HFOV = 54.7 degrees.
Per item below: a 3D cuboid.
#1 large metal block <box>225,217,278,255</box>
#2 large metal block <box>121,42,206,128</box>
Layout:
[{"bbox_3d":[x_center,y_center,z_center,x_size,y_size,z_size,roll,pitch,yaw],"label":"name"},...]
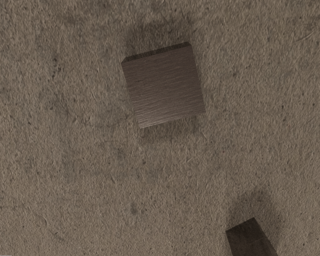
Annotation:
[{"bbox_3d":[0.145,0.194,0.454,0.050,0.080,0.080,-31,108,10],"label":"large metal block"},{"bbox_3d":[0.005,-0.053,0.377,0.080,0.050,0.080,-14,110,4],"label":"large metal block"}]
